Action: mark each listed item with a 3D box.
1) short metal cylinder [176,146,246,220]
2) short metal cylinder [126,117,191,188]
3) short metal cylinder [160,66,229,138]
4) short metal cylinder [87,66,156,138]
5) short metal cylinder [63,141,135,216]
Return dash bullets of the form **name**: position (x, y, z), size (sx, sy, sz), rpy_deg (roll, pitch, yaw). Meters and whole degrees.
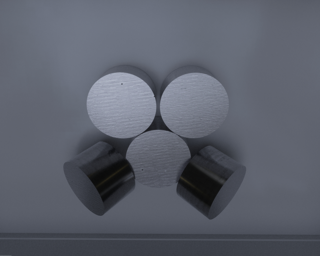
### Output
- **short metal cylinder**: position (0.067, 0.070, 0.400), size (0.050, 0.081, 0.079), rpy_deg (33, 112, 30)
- **short metal cylinder**: position (-0.002, 0.031, 0.406), size (0.081, 0.050, 0.079), rpy_deg (0, 110, -1)
- **short metal cylinder**: position (0.040, -0.034, 0.385), size (0.081, 0.050, 0.079), rpy_deg (0, 110, -1)
- **short metal cylinder**: position (-0.045, -0.033, 0.382), size (0.081, 0.050, 0.079), rpy_deg (0, 110, -1)
- **short metal cylinder**: position (-0.078, 0.064, 0.397), size (0.050, 0.080, 0.080), rpy_deg (-35, 114, -35)
